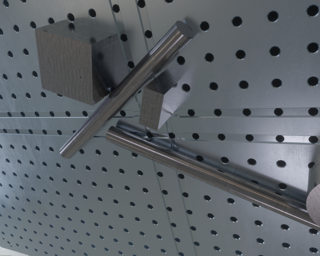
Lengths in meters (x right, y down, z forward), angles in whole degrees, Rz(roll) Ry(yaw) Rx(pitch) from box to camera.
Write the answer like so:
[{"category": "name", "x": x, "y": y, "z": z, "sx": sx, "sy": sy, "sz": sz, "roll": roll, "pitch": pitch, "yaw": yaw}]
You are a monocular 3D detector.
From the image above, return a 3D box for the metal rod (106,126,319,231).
[{"category": "metal rod", "x": 0.063, "y": 0.061, "z": 0.415, "sx": 0.301, "sy": 0.025, "sz": 0.025, "roll": 21, "pitch": 126, "yaw": 15}]

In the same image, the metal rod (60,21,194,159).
[{"category": "metal rod", "x": -0.064, "y": -0.032, "z": 0.425, "sx": 0.025, "sy": 0.025, "sz": 0.299, "roll": 47, "pitch": 129, "yaw": -5}]

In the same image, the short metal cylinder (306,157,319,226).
[{"category": "short metal cylinder", "x": 0.202, "y": 0.070, "z": 0.332, "sx": 0.080, "sy": 0.050, "sz": 0.079, "roll": 13, "pitch": 124, "yaw": 21}]

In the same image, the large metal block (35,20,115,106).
[{"category": "large metal block", "x": -0.106, "y": -0.085, "z": 0.399, "sx": 0.080, "sy": 0.050, "sz": 0.079, "roll": 19, "pitch": 126, "yaw": 17}]

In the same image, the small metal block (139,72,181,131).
[{"category": "small metal block", "x": 0.000, "y": -0.033, "z": 0.375, "sx": 0.025, "sy": 0.050, "sz": 0.050, "roll": 22, "pitch": 127, "yaw": 15}]
